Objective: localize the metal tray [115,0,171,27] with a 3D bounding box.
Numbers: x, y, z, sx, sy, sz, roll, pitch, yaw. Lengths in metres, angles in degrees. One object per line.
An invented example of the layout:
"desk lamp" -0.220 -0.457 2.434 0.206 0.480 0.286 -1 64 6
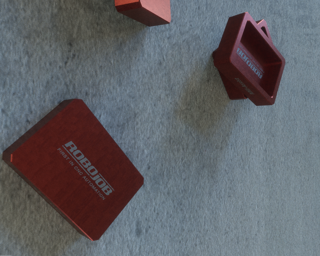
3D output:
"metal tray" -0.020 -0.193 0.359 0.090 0.030 0.129 -14 102 -66

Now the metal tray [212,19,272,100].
"metal tray" 0.151 -0.118 0.530 0.131 0.030 0.090 -42 116 -32

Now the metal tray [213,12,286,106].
"metal tray" 0.145 -0.103 0.485 0.130 0.030 0.090 33 70 -35

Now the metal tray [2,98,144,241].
"metal tray" -0.085 0.045 0.332 0.090 0.030 0.130 -49 119 -29
